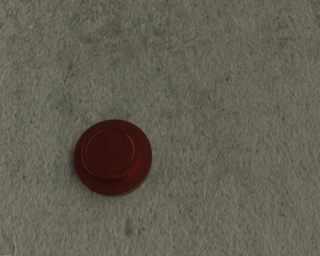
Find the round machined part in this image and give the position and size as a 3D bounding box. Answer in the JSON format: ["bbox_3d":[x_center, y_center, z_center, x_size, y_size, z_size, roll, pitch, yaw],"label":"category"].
[{"bbox_3d":[-0.059,0.034,0.386,0.099,0.042,0.098,0,70,-1],"label":"round machined part"}]
